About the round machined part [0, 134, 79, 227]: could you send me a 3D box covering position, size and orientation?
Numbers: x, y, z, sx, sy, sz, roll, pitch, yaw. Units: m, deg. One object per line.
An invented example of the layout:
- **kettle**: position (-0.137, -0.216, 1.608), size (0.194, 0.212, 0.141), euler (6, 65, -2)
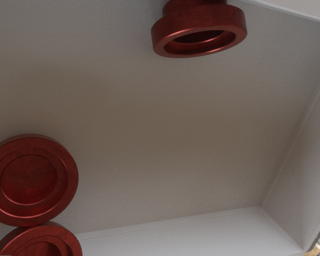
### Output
- **round machined part**: position (-0.144, 0.054, 0.340), size (0.099, 0.042, 0.097), euler (-6, 103, -26)

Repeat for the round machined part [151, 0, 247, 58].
- **round machined part**: position (0.039, -0.109, 0.327), size (0.099, 0.098, 0.042), euler (-6, 87, -26)

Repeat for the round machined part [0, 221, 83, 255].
- **round machined part**: position (-0.142, 0.152, 0.347), size (0.099, 0.042, 0.097), euler (-3, 95, -39)
